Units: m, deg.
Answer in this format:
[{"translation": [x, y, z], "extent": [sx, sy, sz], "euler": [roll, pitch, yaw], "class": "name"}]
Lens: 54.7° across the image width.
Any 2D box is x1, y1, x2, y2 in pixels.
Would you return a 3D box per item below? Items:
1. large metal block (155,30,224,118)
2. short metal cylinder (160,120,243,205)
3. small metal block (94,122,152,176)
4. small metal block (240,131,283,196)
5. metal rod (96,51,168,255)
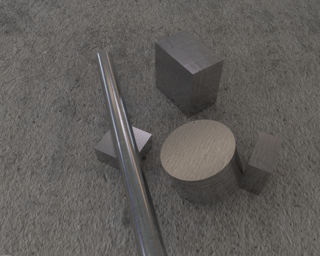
[{"translation": [0.037, -0.075, 0.431], "extent": [0.050, 0.080, 0.080], "euler": [-28, 56, -22], "class": "large metal block"}, {"translation": [0.047, 0.037, 0.341], "extent": [0.080, 0.050, 0.080], "euler": [-13, 45, 14], "class": "short metal cylinder"}, {"translation": [-0.044, 0.024, 0.383], "extent": [0.050, 0.025, 0.050], "euler": [22, 53, 17], "class": "small metal block"}, {"translation": [0.114, 0.041, 0.353], "extent": [0.025, 0.050, 0.050], "euler": [23, 54, 16], "class": "small metal block"}, {"translation": [-0.043, 0.008, 0.363], "extent": [0.025, 0.025, 0.300], "euler": [-12, 51, -10], "class": "metal rod"}]
